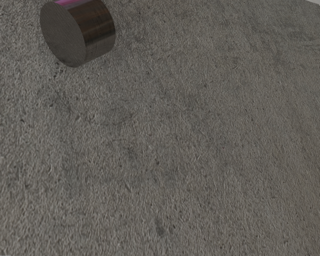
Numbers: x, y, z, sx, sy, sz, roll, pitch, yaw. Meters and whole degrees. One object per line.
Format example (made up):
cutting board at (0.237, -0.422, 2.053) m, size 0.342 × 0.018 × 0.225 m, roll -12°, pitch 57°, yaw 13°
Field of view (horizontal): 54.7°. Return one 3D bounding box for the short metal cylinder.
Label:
short metal cylinder at (-0.103, -0.122, 0.388) m, size 0.080 × 0.080 × 0.050 m, roll 47°, pitch 51°, yaw 4°
